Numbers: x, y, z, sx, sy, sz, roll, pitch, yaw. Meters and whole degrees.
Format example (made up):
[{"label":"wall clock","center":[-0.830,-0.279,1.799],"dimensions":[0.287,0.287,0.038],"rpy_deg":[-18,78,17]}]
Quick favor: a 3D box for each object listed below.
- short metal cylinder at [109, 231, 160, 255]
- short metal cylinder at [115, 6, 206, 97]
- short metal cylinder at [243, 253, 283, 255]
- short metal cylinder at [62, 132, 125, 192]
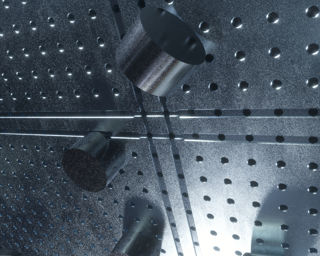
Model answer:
[{"label":"short metal cylinder","center":[-0.047,0.236,0.566],"dimensions":[0.080,0.050,0.079],"rpy_deg":[13,124,21]},{"label":"short metal cylinder","center":[0.001,-0.080,0.326],"dimensions":[0.080,0.080,0.050],"rpy_deg":[43,129,-2]},{"label":"short metal cylinder","center":[0.147,0.220,0.434],"dimensions":[0.050,0.080,0.080],"rpy_deg":[-8,115,32]},{"label":"short metal cylinder","center":[-0.103,0.052,0.482],"dimensions":[0.080,0.050,0.079],"rpy_deg":[13,124,21]}]
